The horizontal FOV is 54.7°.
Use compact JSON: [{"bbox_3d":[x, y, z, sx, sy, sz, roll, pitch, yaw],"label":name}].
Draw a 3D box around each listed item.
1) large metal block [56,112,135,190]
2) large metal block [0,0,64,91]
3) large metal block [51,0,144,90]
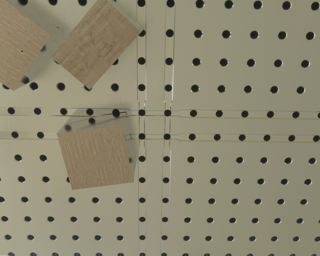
[{"bbox_3d":[-0.080,0.030,0.410,0.080,0.050,0.079,-8,110,2],"label":"large metal block"},{"bbox_3d":[-0.175,-0.104,0.359,0.080,0.050,0.080,37,106,-13],"label":"large metal block"},{"bbox_3d":[-0.065,-0.097,0.347,0.050,0.080,0.080,42,105,-14],"label":"large metal block"}]
